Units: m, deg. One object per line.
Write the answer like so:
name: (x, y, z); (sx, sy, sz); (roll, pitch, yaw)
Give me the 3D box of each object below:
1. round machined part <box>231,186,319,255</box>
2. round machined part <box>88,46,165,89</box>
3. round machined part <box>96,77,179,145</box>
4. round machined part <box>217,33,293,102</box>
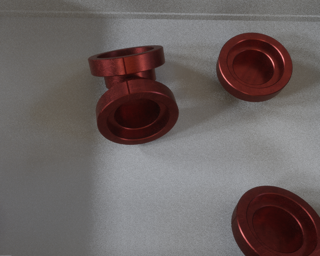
round machined part: (0.128, 0.117, 0.346); (0.099, 0.042, 0.098); (6, 44, -5)
round machined part: (-0.042, -0.079, 0.410); (0.099, 0.098, 0.042); (-10, 111, -4)
round machined part: (-0.029, -0.025, 0.382); (0.099, 0.098, 0.042); (-12, 53, -5)
round machined part: (0.127, -0.080, 0.431); (0.099, 0.042, 0.098); (0, 70, -1)
